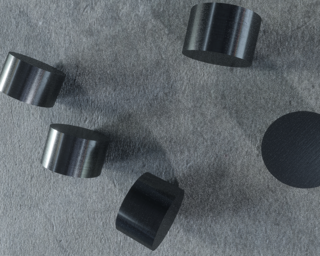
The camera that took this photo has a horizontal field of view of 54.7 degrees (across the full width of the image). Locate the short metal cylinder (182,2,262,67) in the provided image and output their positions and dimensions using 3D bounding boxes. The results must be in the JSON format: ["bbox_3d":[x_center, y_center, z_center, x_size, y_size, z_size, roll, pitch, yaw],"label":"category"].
[{"bbox_3d":[0.070,-0.103,0.355,0.080,0.080,0.050,13,95,19],"label":"short metal cylinder"}]

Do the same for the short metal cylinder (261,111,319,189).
[{"bbox_3d":[0.155,0.022,0.341,0.080,0.050,0.079,0,90,19],"label":"short metal cylinder"}]

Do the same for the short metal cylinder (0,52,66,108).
[{"bbox_3d":[-0.183,-0.069,0.442,0.080,0.080,0.050,28,99,17],"label":"short metal cylinder"}]

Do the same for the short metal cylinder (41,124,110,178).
[{"bbox_3d":[-0.113,0.029,0.418,0.080,0.080,0.050,18,96,19],"label":"short metal cylinder"}]

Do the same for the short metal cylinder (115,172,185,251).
[{"bbox_3d":[-0.011,0.102,0.383,0.050,0.080,0.080,25,98,18],"label":"short metal cylinder"}]
